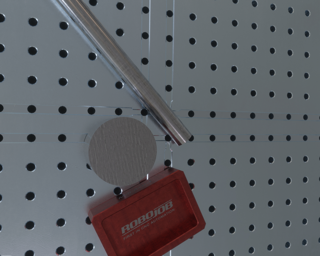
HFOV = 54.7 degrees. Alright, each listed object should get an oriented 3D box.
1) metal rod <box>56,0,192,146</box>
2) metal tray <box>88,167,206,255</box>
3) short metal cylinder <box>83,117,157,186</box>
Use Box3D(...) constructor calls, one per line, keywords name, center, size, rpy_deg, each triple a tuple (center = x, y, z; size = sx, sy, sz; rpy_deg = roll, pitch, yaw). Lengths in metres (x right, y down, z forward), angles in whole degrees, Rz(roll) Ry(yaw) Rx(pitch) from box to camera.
Box3D(name="metal rod", center=(-0.060, -0.096, 0.390), size=(0.025, 0.025, 0.300), rpy_deg=(-44, 104, -15))
Box3D(name="metal tray", center=(-0.014, 0.120, 0.404), size=(0.131, 0.030, 0.090), rpy_deg=(-26, 99, -18))
Box3D(name="short metal cylinder", center=(-0.050, 0.027, 0.381), size=(0.081, 0.050, 0.079), rpy_deg=(0, 90, -20))
